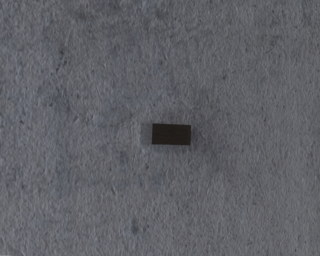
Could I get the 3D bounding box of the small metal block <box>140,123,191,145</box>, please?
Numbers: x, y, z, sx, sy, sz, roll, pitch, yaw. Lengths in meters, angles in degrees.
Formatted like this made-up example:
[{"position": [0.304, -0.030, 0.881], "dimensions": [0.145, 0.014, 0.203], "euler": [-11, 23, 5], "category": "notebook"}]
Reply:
[{"position": [0.006, 0.008, 0.398], "dimensions": [0.050, 0.050, 0.025], "euler": [2, 89, -20], "category": "small metal block"}]
